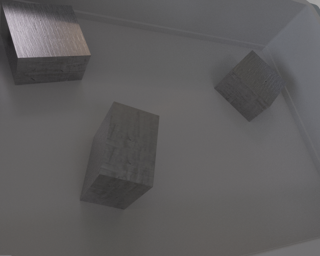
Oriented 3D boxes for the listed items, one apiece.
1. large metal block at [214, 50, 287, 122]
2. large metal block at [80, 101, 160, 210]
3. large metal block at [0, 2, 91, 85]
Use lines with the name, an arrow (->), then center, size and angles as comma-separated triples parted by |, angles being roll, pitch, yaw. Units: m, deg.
large metal block -> 0.151, -0.071, 0.513 | 0.080, 0.050, 0.080 | 45, 51, 3
large metal block -> -0.043, 0.032, 0.328 | 0.050, 0.080, 0.080 | 17, 55, -18
large metal block -> -0.140, -0.102, 0.376 | 0.081, 0.050, 0.080 | -11, 68, -33
